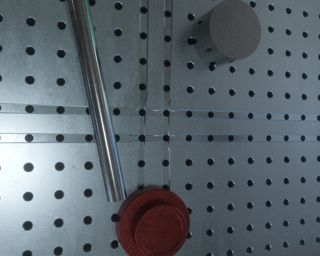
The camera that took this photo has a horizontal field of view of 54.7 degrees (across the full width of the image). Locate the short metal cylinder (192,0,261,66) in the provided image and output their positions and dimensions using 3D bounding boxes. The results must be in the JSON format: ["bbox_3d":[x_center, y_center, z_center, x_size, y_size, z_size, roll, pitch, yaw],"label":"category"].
[{"bbox_3d":[0.093,-0.132,0.435,0.081,0.050,0.079,0,90,-20],"label":"short metal cylinder"}]

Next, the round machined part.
[{"bbox_3d":[-0.005,0.129,0.403,0.099,0.042,0.097,0,90,-21],"label":"round machined part"}]

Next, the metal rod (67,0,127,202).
[{"bbox_3d":[-0.081,-0.056,0.383,0.025,0.025,0.298,-12,94,-20],"label":"metal rod"}]
